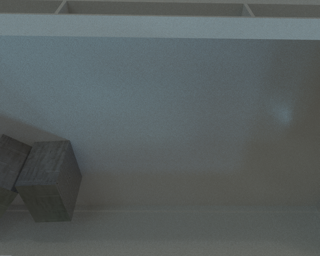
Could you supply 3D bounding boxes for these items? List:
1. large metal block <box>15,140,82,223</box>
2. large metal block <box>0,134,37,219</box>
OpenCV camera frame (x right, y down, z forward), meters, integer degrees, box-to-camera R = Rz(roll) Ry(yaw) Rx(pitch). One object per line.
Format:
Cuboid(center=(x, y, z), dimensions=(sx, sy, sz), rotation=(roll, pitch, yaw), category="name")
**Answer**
Cuboid(center=(-0.151, 0.075, 0.435), dimensions=(0.050, 0.080, 0.080), rotation=(-3, 130, 2), category="large metal block")
Cuboid(center=(-0.222, 0.070, 0.430), dimensions=(0.050, 0.080, 0.080), rotation=(29, 124, -23), category="large metal block")
